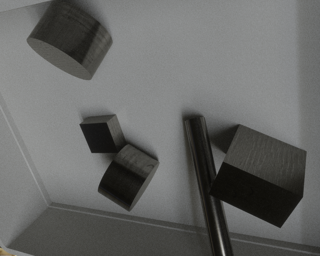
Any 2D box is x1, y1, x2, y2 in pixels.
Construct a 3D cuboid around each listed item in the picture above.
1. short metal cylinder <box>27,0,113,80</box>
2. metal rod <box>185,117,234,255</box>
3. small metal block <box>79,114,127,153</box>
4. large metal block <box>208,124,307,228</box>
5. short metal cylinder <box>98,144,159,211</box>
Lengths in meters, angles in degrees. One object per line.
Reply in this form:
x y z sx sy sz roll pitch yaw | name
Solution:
-0.103 -0.099 0.358 0.080 0.050 0.080 26 168 6 | short metal cylinder
0.070 0.135 0.358 0.025 0.025 0.298 -17 79 34 | metal rod
-0.083 0.009 0.456 0.050 0.025 0.050 -3 117 29 | small metal block
0.110 0.049 0.345 0.080 0.080 0.050 24 127 13 | large metal block
-0.043 0.070 0.437 0.050 0.080 0.079 30 128 8 | short metal cylinder
